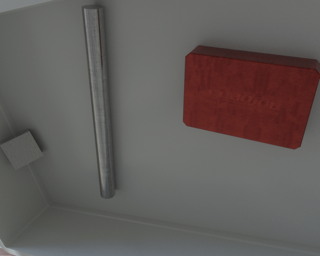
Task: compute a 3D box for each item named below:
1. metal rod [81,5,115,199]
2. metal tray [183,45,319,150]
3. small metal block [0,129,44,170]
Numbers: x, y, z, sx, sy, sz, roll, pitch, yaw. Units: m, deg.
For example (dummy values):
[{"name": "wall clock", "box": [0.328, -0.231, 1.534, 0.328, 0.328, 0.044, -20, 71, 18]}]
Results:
[{"name": "metal rod", "box": [-0.083, -0.016, 0.440, 0.025, 0.025, 0.298, 15, 125, 19]}, {"name": "metal tray", "box": [0.092, -0.034, 0.335, 0.130, 0.030, 0.089, 13, 124, 20]}, {"name": "small metal block", "box": [-0.238, 0.036, 0.534, 0.025, 0.050, 0.050, 19, 135, 60]}]
